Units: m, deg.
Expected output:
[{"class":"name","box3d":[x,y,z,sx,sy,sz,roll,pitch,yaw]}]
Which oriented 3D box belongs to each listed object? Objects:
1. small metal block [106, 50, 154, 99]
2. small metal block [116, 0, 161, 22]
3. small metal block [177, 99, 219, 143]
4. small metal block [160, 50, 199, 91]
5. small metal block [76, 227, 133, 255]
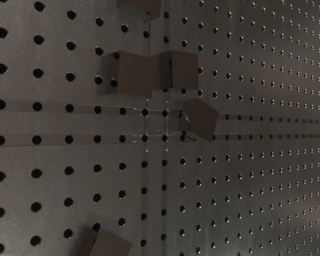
[{"class":"small metal block","box3d":[-0.036,-0.063,0.380,0.050,0.025,0.050,5,87,-40]},{"class":"small metal block","box3d":[-0.025,-0.169,0.389,0.050,0.025,0.050,8,85,-40]},{"class":"small metal block","box3d":[0.057,-0.010,0.460,0.050,0.025,0.050,26,74,-37]},{"class":"small metal block","box3d":[0.027,-0.079,0.434,0.050,0.025,0.050,-3,92,-40]},{"class":"small metal block","box3d":[-0.066,0.148,0.355,0.050,0.025,0.050,33,69,-35]}]
